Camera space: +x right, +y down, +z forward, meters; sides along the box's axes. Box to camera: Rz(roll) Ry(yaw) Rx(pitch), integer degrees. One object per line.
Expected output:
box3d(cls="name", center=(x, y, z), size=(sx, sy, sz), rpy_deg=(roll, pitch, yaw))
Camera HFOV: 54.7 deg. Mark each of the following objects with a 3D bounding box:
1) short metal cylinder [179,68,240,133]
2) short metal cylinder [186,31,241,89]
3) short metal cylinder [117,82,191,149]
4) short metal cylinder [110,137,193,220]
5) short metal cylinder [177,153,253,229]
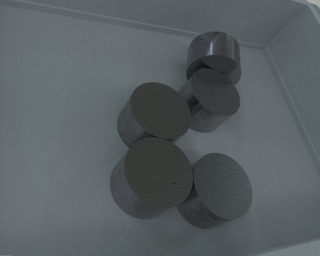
box3d(cls="short metal cylinder", center=(0.068, -0.039, 0.450), size=(0.081, 0.050, 0.080), rpy_deg=(14, 56, -21))
box3d(cls="short metal cylinder", center=(0.082, -0.100, 0.475), size=(0.081, 0.080, 0.050), rpy_deg=(18, 55, -18))
box3d(cls="short metal cylinder", center=(-0.008, -0.011, 0.392), size=(0.081, 0.050, 0.080), rpy_deg=(14, 56, -21))
box3d(cls="short metal cylinder", center=(-0.010, 0.057, 0.349), size=(0.081, 0.050, 0.080), rpy_deg=(14, 56, -21))
box3d(cls="short metal cylinder", center=(0.064, 0.077, 0.377), size=(0.081, 0.050, 0.080), rpy_deg=(14, 56, -21))
